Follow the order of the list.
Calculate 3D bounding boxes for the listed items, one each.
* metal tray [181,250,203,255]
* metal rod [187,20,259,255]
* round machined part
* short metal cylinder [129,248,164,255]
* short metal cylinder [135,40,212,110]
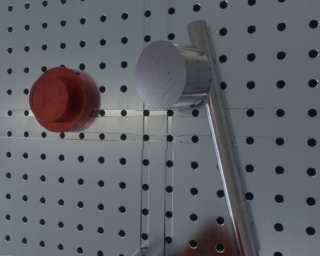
[{"bbox_3d":[0.059,0.207,0.356,0.130,0.030,0.090,33,102,-14],"label":"metal tray"},{"bbox_3d":[0.077,0.013,0.385,0.025,0.025,0.298,-13,86,19],"label":"metal rod"},{"bbox_3d":[-0.151,-0.042,0.457,0.098,0.042,0.097,0,90,20],"label":"round machined part"},{"bbox_3d":[-0.024,0.208,0.408,0.080,0.050,0.080,0,90,20],"label":"short metal cylinder"},{"bbox_3d":[0.015,-0.063,0.380,0.080,0.050,0.079,6,99,41],"label":"short metal cylinder"}]
